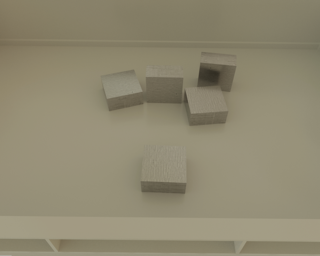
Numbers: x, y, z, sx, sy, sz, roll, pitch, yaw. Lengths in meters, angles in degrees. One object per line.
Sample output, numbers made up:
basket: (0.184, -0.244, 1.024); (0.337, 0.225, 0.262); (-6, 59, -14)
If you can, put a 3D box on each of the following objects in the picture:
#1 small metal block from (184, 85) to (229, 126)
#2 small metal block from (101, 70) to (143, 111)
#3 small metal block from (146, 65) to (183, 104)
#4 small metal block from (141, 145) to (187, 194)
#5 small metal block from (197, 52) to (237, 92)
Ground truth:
small metal block: (0.063, -0.032, 0.433); (0.050, 0.025, 0.050); (-5, 50, -4)
small metal block: (-0.056, -0.056, 0.451); (0.050, 0.025, 0.050); (-13, 51, -11)
small metal block: (0.006, -0.062, 0.441); (0.050, 0.050, 0.025); (1, 50, 1)
small metal block: (0.005, 0.048, 0.365); (0.050, 0.025, 0.050); (2, 50, 1)
small metal block: (0.083, -0.083, 0.460); (0.050, 0.050, 0.025); (7, 51, 5)
